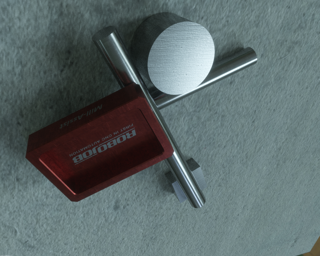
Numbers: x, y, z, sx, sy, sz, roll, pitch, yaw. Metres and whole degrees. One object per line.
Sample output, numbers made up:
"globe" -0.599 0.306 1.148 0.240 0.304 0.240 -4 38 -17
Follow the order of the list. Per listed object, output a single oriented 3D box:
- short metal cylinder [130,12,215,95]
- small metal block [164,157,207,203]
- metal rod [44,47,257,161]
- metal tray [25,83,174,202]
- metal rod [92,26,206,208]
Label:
"short metal cylinder" 0.013 -0.084 0.348 0.081 0.050 0.079 -14 125 -21
"small metal block" 0.041 0.082 0.483 0.050 0.025 0.050 -30 129 -10
"metal rod" -0.009 -0.032 0.385 0.302 0.025 0.025 -26 128 -12
"metal tray" -0.061 0.019 0.335 0.130 0.030 0.090 -26 129 3
"metal rod" 0.003 0.012 0.387 0.025 0.025 0.299 -34 129 -6
